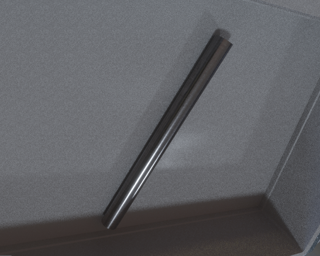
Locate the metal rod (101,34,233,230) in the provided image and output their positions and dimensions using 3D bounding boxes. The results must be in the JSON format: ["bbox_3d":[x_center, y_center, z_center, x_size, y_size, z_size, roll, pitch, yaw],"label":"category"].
[{"bbox_3d":[0.002,0.015,0.415,0.025,0.025,0.299,22,107,-36],"label":"metal rod"}]
